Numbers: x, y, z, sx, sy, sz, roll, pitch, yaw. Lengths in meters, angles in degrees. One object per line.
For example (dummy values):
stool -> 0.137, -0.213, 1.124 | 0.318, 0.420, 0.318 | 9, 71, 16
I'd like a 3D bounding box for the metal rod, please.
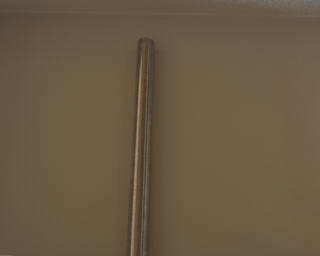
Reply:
metal rod -> -0.023, 0.015, 0.403 | 0.025, 0.025, 0.299 | 1, 70, 0
